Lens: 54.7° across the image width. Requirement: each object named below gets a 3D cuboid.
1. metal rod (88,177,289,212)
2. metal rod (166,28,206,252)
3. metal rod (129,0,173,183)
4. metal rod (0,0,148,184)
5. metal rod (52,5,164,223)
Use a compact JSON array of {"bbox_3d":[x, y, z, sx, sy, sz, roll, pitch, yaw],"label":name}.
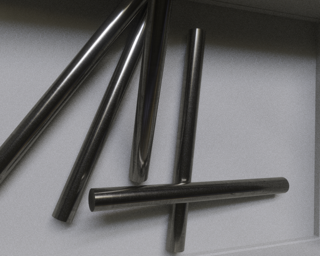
[{"bbox_3d":[0.058,0.083,0.407,0.302,0.025,0.025,2,89,-29],"label":"metal rod"},{"bbox_3d":[0.036,0.015,0.423,0.025,0.025,0.298,7,88,-20],"label":"metal rod"},{"bbox_3d":[-0.008,-0.070,0.339,0.025,0.025,0.298,-1,117,-20],"label":"metal rod"},{"bbox_3d":[-0.106,-0.055,0.363,0.025,0.025,0.300,39,81,-16],"label":"metal rod"},{"bbox_3d":[-0.061,-0.030,0.387,0.025,0.025,0.299,24,82,-19],"label":"metal rod"}]
